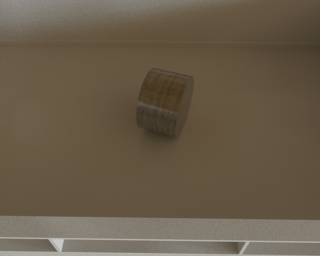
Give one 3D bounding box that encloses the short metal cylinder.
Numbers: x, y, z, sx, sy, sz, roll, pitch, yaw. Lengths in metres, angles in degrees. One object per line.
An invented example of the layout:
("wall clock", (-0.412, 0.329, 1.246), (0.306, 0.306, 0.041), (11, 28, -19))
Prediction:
("short metal cylinder", (0.008, -0.032, 0.397), (0.050, 0.080, 0.080), (15, 52, 12))
